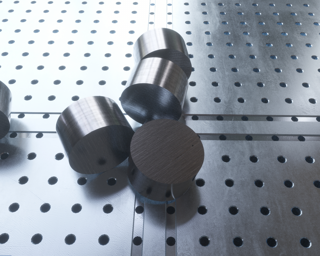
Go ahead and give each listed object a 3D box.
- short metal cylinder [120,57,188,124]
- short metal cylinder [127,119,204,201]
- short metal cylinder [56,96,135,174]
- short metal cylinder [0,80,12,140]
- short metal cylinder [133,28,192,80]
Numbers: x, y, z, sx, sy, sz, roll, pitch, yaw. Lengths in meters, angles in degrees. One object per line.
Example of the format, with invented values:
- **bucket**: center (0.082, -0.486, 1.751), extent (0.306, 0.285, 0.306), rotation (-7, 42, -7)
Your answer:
- **short metal cylinder**: center (-0.006, -0.046, 0.410), extent (0.080, 0.080, 0.050), rotation (10, 51, 8)
- **short metal cylinder**: center (0.005, 0.036, 0.352), extent (0.081, 0.050, 0.080), rotation (5, 56, -8)
- **short metal cylinder**: center (-0.074, 0.009, 0.364), extent (0.081, 0.080, 0.050), rotation (-22, 53, -17)
- **short metal cylinder**: center (-0.232, -0.023, 0.390), extent (0.081, 0.080, 0.050), rotation (-11, 51, -9)
- **short metal cylinder**: center (0.003, -0.098, 0.454), extent (0.081, 0.080, 0.050), rotation (-6, 50, -5)
